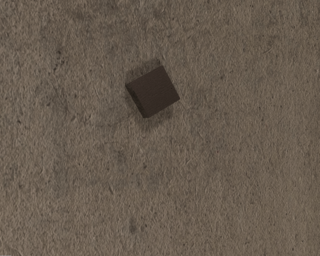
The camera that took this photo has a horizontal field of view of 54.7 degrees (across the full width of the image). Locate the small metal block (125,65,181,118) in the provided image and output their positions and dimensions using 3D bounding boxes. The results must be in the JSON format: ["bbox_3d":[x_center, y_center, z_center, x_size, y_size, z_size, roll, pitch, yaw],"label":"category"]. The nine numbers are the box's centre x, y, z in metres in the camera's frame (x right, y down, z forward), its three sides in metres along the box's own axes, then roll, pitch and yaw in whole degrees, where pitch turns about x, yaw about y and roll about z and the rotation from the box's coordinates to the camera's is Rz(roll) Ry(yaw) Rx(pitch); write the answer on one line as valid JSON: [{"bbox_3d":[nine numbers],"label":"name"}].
[{"bbox_3d":[-0.010,-0.047,0.406,0.050,0.025,0.050,-32,101,-18],"label":"small metal block"}]
